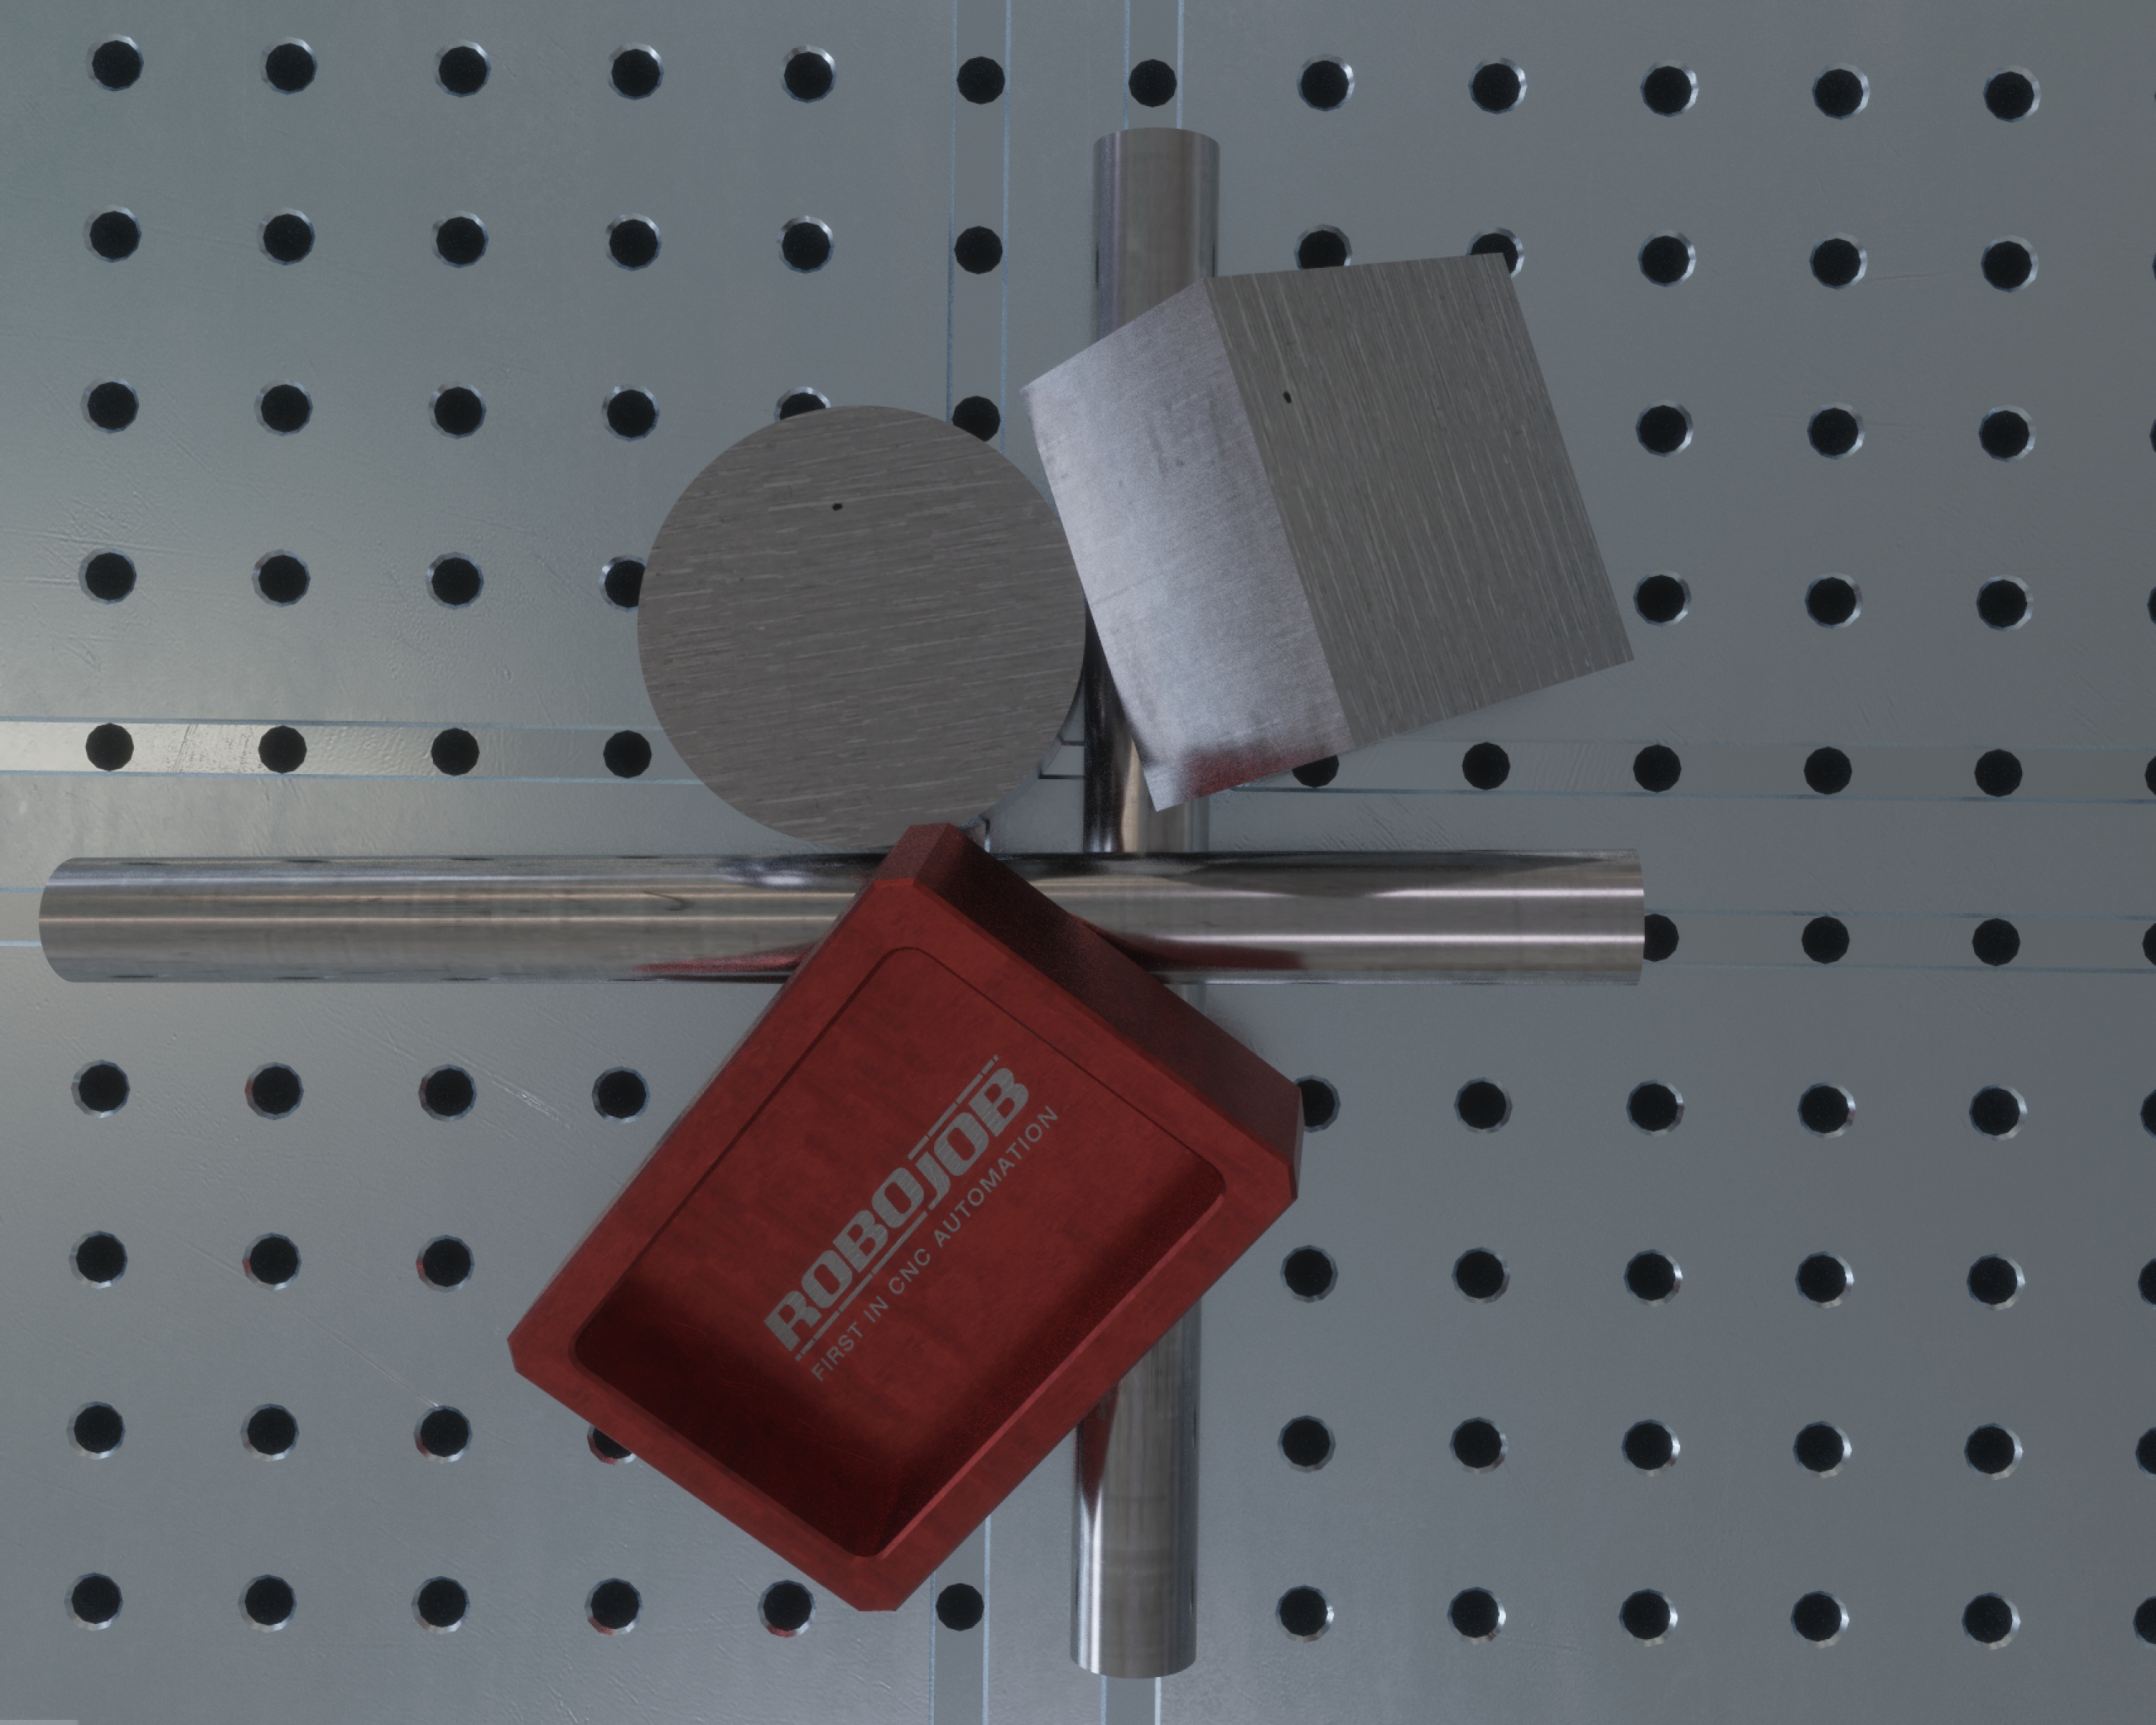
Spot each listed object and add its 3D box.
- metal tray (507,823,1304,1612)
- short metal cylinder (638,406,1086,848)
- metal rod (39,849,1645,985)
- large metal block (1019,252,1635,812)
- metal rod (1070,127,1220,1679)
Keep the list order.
[{"bbox_3d":[-0.032,0.068,0.385,0.090,0.030,0.129,38,111,-6],"label":"metal tray"},{"bbox_3d":[-0.039,-0.043,0.400,0.081,0.050,0.079,0,90,0],"label":"short metal cylinder"},{"bbox_3d":[-0.049,0.011,0.396,0.302,0.025,0.025,0,90,7],"label":"metal rod"},{"bbox_3d":[0.047,-0.061,0.381,0.081,0.050,0.080,-18,90,-40],"label":"large metal block"},{"bbox_3d":[0.013,0.008,0.413,0.025,0.025,0.298,1,90,0],"label":"metal rod"}]
